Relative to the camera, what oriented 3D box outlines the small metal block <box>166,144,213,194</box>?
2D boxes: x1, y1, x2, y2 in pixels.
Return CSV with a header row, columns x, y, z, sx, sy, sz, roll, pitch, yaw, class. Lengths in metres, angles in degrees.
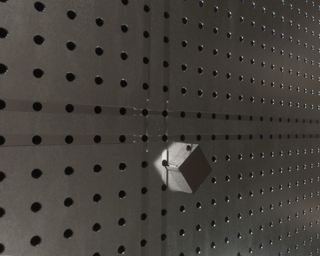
x,y,z,sx,sy,sz,roll,pitch,yaw,class
0.043,0.058,0.448,0.050,0.025,0.050,-45,117,-31,small metal block
